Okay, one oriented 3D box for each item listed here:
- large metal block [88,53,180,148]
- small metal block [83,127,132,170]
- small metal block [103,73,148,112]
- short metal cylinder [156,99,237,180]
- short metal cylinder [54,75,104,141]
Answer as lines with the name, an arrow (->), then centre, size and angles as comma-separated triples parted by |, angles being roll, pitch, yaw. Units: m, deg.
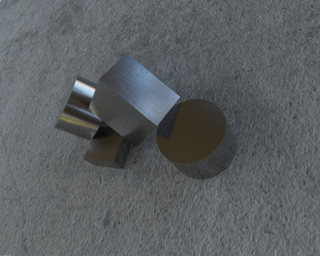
large metal block -> -0.035, -0.030, 0.382 | 0.080, 0.080, 0.050 | 39, 60, -3
small metal block -> -0.069, 0.026, 0.423 | 0.050, 0.025, 0.050 | 3, 63, 29
small metal block -> -0.050, -0.052, 0.462 | 0.050, 0.025, 0.050 | -1, 61, 27
short metal cylinder -> 0.043, 0.013, 0.358 | 0.080, 0.050, 0.080 | -13, 56, 20
short metal cylinder -> -0.110, -0.028, 0.439 | 0.080, 0.050, 0.080 | -49, 27, 37
